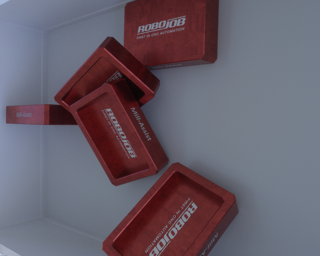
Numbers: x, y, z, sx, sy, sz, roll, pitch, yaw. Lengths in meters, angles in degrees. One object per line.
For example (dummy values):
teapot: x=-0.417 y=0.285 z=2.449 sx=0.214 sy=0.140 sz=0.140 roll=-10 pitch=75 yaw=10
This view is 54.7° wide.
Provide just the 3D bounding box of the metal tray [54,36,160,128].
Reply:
metal tray: x=-0.075 y=-0.051 z=0.424 sx=0.130 sy=0.090 sz=0.030 roll=-33 pitch=25 yaw=39

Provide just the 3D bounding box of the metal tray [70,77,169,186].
metal tray: x=-0.057 y=0.009 z=0.419 sx=0.090 sy=0.030 sz=0.130 roll=-23 pitch=98 yaw=37

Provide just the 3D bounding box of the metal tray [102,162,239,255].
metal tray: x=0.013 y=0.109 z=0.340 sx=0.090 sy=0.030 sz=0.130 roll=27 pitch=64 yaw=36

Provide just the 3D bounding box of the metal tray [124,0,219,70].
metal tray: x=0.010 y=-0.124 z=0.396 sx=0.130 sy=0.030 sz=0.089 roll=3 pitch=92 yaw=40

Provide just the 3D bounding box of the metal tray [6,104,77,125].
metal tray: x=-0.182 y=-0.021 z=0.515 sx=0.130 sy=0.091 sz=0.030 roll=2 pitch=91 yaw=40
